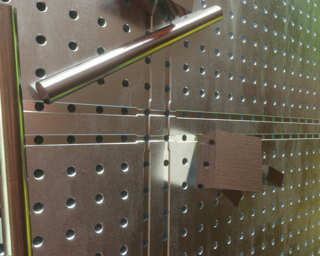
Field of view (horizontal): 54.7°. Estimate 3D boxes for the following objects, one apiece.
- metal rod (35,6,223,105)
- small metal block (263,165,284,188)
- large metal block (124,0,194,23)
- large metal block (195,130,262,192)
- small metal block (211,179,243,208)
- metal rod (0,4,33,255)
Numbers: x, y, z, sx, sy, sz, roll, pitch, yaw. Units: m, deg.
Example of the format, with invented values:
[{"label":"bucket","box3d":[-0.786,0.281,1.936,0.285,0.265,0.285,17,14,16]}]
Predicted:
[{"label":"metal rod","box3d":[-0.015,-0.106,0.395,0.302,0.025,0.025,-35,112,-34]},{"label":"small metal block","box3d":[0.179,0.083,0.543,0.050,0.050,0.025,26,74,-37]},{"label":"large metal block","box3d":[0.000,-0.193,0.392,0.081,0.050,0.080,13,82,-39]},{"label":"large metal block","box3d":[0.102,0.052,0.457,0.081,0.050,0.080,10,75,-23]},{"label":"small metal block","box3d":[0.113,0.093,0.504,0.050,0.025,0.050,46,63,-31]},{"label":"metal rod","box3d":[-0.139,0.038,0.292,0.025,0.025,0.298,-5,93,-40]}]
